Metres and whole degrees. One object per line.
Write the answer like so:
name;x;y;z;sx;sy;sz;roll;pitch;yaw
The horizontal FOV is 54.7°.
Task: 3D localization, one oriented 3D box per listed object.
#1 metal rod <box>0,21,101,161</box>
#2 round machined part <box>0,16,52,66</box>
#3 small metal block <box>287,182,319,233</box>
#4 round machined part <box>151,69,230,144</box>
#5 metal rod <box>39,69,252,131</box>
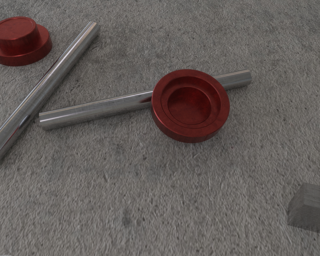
metal rod;-0.163;-0.069;0.460;0.025;0.025;0.300;14;51;11
round machined part;-0.235;-0.150;0.517;0.099;0.042;0.098;0;50;0
small metal block;0.165;0.085;0.317;0.050;0.050;0.025;12;51;10
round machined part;0.037;-0.025;0.403;0.099;0.042;0.098;3;64;-6
metal rod;-0.012;-0.043;0.438;0.302;0.025;0.025;-13;52;-12
